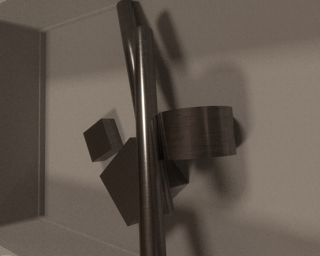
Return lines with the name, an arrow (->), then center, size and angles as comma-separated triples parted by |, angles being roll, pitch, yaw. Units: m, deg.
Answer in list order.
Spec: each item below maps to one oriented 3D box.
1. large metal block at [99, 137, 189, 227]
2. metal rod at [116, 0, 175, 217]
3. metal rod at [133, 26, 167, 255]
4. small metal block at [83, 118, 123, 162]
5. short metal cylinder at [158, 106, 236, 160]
large metal block -> -0.023, 0.068, 0.408 | 0.080, 0.050, 0.080 | -50, 61, 28
metal rod -> -0.023, -0.041, 0.388 | 0.025, 0.025, 0.299 | -29, 61, 36
metal rod -> -0.013, 0.017, 0.335 | 0.025, 0.025, 0.299 | -22, 62, 37
small metal block -> -0.087, 0.019, 0.476 | 0.050, 0.025, 0.050 | -33, 70, 34
short metal cylinder -> 0.040, 0.006, 0.337 | 0.080, 0.081, 0.050 | -7, 85, 39
